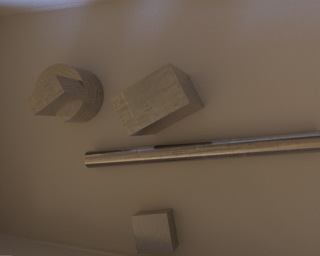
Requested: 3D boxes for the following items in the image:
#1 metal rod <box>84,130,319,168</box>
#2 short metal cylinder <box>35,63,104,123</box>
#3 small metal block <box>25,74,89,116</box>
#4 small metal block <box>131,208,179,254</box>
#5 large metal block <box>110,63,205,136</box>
[{"bbox_3d":[0.040,0.030,0.395,0.301,0.025,0.025,-6,88,19],"label":"metal rod"},{"bbox_3d":[-0.128,-0.047,0.441,0.080,0.050,0.079,0,90,19],"label":"short metal cylinder"},{"bbox_3d":[-0.128,-0.039,0.388,0.050,0.050,0.025,-32,80,17],"label":"small metal block"},{"bbox_3d":[-0.006,0.137,0.412,0.050,0.025,0.050,-11,87,19],"label":"small metal block"},{"bbox_3d":[0.000,-0.031,0.380,0.080,0.080,0.050,-28,81,17],"label":"large metal block"}]
